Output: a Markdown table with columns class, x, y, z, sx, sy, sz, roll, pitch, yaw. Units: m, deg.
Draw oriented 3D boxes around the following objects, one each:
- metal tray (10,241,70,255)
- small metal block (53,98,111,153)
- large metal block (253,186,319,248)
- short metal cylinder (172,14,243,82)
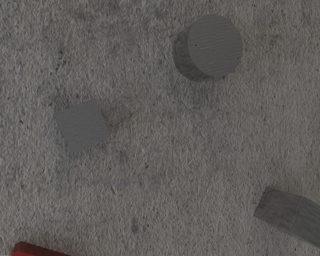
| class | x | y | z | sx | sy | sz | roll | pitch | yaw |
| --- | --- | --- | --- | --- | --- | --- | --- | --- | --- |
| metal tray | -0.148 | 0.207 | 0.352 | 0.090 | 0.030 | 0.130 | 26 | 81 | -18 |
| small metal block | -0.094 | -0.003 | 0.374 | 0.050 | 0.025 | 0.050 | -24 | 98 | -19 |
| large metal block | 0.201 | 0.133 | 0.454 | 0.080 | 0.080 | 0.050 | 31 | 80 | -18 |
| short metal cylinder | 0.063 | -0.105 | 0.419 | 0.081 | 0.050 | 0.079 | 0 | 90 | -20 |
